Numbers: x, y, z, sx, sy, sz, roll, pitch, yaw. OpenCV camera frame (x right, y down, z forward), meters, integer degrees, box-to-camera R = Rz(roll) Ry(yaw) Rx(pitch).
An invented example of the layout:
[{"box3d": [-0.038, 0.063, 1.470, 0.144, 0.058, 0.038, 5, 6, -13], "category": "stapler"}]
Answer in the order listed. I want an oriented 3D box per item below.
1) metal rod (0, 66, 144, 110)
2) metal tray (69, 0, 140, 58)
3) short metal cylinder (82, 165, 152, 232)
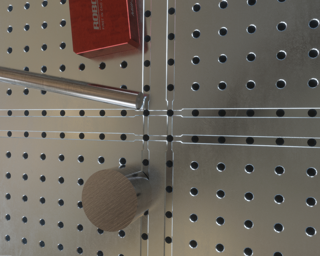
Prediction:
[{"box3d": [-0.167, -0.068, 0.471, 0.301, 0.025, 0.025, 12, 94, 19], "category": "metal rod"}, {"box3d": [-0.082, -0.173, 0.439, 0.090, 0.030, 0.129, -6, 88, 19], "category": "metal tray"}, {"box3d": [-0.057, 0.093, 0.419, 0.080, 0.050, 0.080, 0, 90, 20], "category": "short metal cylinder"}]
